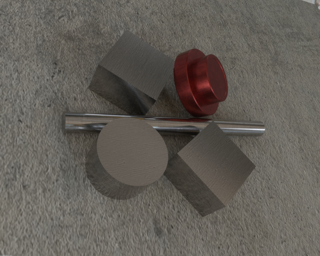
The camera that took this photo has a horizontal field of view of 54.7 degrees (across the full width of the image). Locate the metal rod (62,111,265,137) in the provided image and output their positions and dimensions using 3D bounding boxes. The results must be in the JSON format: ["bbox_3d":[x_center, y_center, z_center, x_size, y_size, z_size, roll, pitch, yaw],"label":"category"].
[{"bbox_3d":[0.024,-0.003,0.423,0.303,0.025,0.025,2,61,-28],"label":"metal rod"}]

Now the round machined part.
[{"bbox_3d":[0.064,-0.066,0.441,0.098,0.042,0.098,25,59,-50],"label":"round machined part"}]

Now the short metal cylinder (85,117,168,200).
[{"bbox_3d":[-0.038,0.035,0.348,0.081,0.050,0.080,14,56,-21],"label":"short metal cylinder"}]

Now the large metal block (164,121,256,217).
[{"bbox_3d":[0.061,0.051,0.393,0.080,0.050,0.080,48,51,5],"label":"large metal block"}]

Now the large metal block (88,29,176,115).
[{"bbox_3d":[-0.035,-0.071,0.412,0.080,0.050,0.080,32,51,-8],"label":"large metal block"}]
